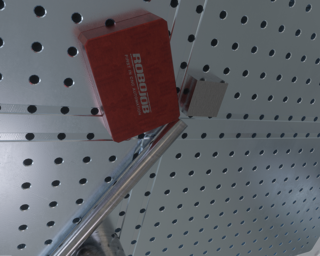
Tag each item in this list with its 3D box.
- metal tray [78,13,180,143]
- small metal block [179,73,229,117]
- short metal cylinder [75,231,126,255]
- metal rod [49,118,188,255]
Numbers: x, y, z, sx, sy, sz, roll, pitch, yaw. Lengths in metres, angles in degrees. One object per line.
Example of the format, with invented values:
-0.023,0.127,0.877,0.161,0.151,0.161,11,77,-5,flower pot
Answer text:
-0.030,-0.055,0.358,0.091,0.030,0.129,-22,127,-15,metal tray
0.057,-0.043,0.416,0.050,0.025,0.050,1,118,-29,small metal block
-0.092,0.206,0.473,0.081,0.050,0.079,-14,124,-21,short metal cylinder
-0.070,0.101,0.435,0.299,0.025,0.025,-49,129,6,metal rod
